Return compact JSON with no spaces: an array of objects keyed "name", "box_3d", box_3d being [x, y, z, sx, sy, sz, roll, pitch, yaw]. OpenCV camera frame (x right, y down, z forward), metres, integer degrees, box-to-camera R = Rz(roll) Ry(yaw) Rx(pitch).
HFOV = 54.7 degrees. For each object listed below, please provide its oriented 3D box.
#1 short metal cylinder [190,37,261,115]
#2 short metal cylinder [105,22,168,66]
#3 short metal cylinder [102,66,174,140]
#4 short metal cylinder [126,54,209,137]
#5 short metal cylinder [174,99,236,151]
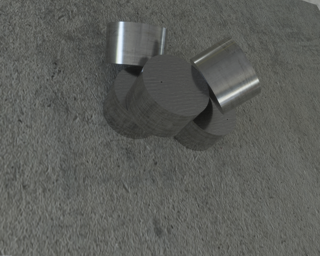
[{"name":"short metal cylinder","box_3d":[0.079,-0.063,0.380,0.050,0.080,0.080,-31,75,6]},{"name":"short metal cylinder","box_3d":[-0.032,-0.108,0.412,0.081,0.080,0.050,0,101,-29]},{"name":"short metal cylinder","box_3d":[-0.027,-0.032,0.395,0.081,0.050,0.080,14,56,-21]},{"name":"short metal cylinder","box_3d":[0.008,-0.036,0.352,0.081,0.050,0.080,14,56,-21]},{"name":"short metal cylinder","box_3d":[0.057,-0.014,0.430,0.081,0.050,0.080,14,56,-21]}]
